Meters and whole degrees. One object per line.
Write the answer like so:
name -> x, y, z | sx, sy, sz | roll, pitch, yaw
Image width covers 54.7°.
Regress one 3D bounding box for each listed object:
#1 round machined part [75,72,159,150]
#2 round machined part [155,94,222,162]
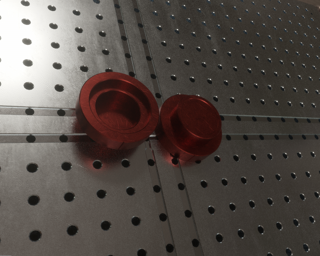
round machined part -> -0.054, -0.017, 0.380 | 0.099, 0.042, 0.098 | 14, 56, -21
round machined part -> 0.045, -0.006, 0.427 | 0.099, 0.042, 0.098 | 14, 56, -21
